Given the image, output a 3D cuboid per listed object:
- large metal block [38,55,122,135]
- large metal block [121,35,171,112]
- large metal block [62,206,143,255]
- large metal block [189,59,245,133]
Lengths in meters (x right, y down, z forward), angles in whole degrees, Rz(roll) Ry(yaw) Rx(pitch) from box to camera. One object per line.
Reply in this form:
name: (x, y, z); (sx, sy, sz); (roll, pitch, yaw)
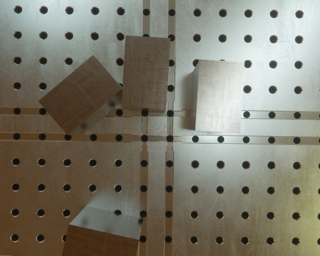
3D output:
large metal block: (-0.089, -0.037, 0.385); (0.080, 0.080, 0.050); (-40, 90, 0)
large metal block: (-0.016, -0.062, 0.386); (0.050, 0.080, 0.080); (3, 90, 0)
large metal block: (-0.068, 0.140, 0.386); (0.080, 0.080, 0.050); (13, 90, 0)
large metal block: (0.067, -0.036, 0.386); (0.050, 0.080, 0.080); (4, 90, 0)
